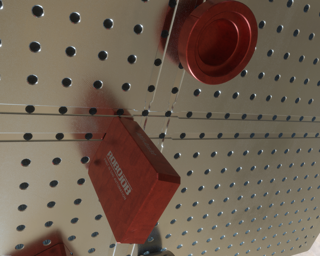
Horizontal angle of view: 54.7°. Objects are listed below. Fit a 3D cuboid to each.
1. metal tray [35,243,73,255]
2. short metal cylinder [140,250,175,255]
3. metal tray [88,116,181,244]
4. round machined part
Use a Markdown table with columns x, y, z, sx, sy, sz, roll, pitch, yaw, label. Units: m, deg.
| x | y | z | sx | sy | sz | roll | pitch | yaw | label |
| --- | --- | --- | --- | --- | --- | --- | --- | --- | --- |
| -0.162 | 0.241 | 0.469 | 0.091 | 0.030 | 0.129 | -25 | 128 | -13 | metal tray |
| -0.004 | 0.258 | 0.536 | 0.050 | 0.080 | 0.079 | 1 | 118 | -30 | short metal cylinder |
| -0.037 | 0.055 | 0.358 | 0.030 | 0.130 | 0.089 | 18 | 109 | -36 | metal tray |
| 0.064 | -0.105 | 0.372 | 0.099 | 0.042 | 0.097 | -14 | 125 | -21 | round machined part |
